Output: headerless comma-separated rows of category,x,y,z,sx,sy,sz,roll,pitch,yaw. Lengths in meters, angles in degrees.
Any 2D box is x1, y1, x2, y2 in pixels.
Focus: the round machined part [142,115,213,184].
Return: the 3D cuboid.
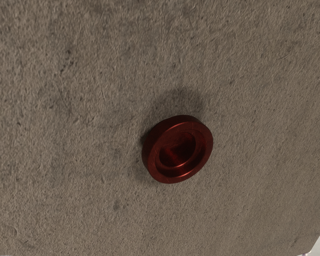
round machined part,0.020,0.025,0.424,0.099,0.042,0.097,-14,125,-21
